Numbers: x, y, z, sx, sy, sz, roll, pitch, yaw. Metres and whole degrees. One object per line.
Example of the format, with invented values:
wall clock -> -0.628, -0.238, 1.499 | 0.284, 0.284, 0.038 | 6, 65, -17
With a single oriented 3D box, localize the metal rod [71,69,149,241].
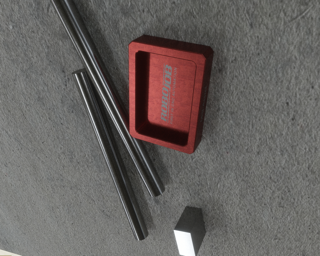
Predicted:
metal rod -> -0.069, 0.054, 0.474 | 0.025, 0.025, 0.298 | -2, 118, 28

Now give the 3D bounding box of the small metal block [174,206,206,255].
small metal block -> 0.046, 0.154, 0.461 | 0.025, 0.050, 0.050 | 1, 119, 27

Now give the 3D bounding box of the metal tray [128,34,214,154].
metal tray -> 0.009, -0.038, 0.373 | 0.090, 0.030, 0.129 | 16, 125, 19

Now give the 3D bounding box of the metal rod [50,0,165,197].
metal rod -> -0.063, -0.033, 0.417 | 0.025, 0.025, 0.299 | -12, 113, 33
